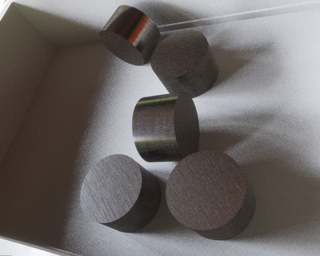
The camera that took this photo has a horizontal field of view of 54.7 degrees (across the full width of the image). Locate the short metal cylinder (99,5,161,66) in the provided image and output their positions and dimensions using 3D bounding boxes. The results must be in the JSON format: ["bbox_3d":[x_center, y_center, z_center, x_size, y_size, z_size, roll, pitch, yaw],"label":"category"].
[{"bbox_3d":[-0.046,-0.142,0.482,0.080,0.080,0.050,21,73,36],"label":"short metal cylinder"}]

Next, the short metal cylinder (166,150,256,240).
[{"bbox_3d":[0.053,0.069,0.319,0.080,0.050,0.080,-13,56,21],"label":"short metal cylinder"}]

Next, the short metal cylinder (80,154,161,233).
[{"bbox_3d":[-0.045,0.077,0.366,0.080,0.050,0.080,-13,56,21],"label":"short metal cylinder"}]

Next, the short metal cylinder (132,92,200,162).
[{"bbox_3d":[0.010,0.000,0.366,0.050,0.080,0.080,-5,59,26],"label":"short metal cylinder"}]

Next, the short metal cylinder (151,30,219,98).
[{"bbox_3d":[0.034,-0.086,0.425,0.080,0.050,0.080,-13,56,21],"label":"short metal cylinder"}]
